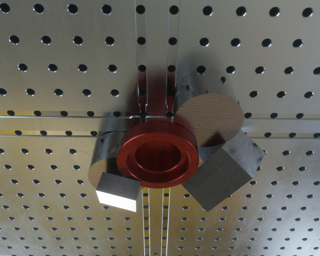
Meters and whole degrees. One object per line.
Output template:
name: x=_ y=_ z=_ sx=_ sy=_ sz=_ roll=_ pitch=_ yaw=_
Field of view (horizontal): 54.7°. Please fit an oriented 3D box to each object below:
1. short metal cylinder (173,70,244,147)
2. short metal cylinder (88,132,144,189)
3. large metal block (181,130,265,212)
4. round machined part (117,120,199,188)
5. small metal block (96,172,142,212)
short metal cylinder: x=0.056 y=-0.023 z=0.376 sx=0.081 sy=0.050 sz=0.079 roll=0 pitch=130 yaw=0
short metal cylinder: x=-0.057 y=0.052 z=0.438 sx=0.081 sy=0.050 sz=0.079 roll=0 pitch=130 yaw=0
large metal block: x=0.085 y=0.053 z=0.413 sx=0.050 sy=0.080 sz=0.080 roll=46 pitch=122 yaw=7
round machined part: x=-0.002 y=0.028 z=0.386 sx=0.099 sy=0.042 sz=0.097 roll=0 pitch=130 yaw=0
small metal block: x=-0.052 y=0.083 z=0.400 sx=0.050 sy=0.025 sz=0.050 roll=14 pitch=149 yaw=4
